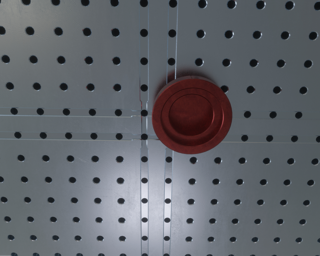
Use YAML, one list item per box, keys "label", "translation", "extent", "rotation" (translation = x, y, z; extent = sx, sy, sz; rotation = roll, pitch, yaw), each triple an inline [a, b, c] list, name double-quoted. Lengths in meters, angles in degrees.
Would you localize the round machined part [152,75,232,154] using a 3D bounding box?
- label: "round machined part"
  translation: [0.039, -0.019, 0.397]
  extent: [0.099, 0.042, 0.097]
  rotation: [0, 110, 0]
